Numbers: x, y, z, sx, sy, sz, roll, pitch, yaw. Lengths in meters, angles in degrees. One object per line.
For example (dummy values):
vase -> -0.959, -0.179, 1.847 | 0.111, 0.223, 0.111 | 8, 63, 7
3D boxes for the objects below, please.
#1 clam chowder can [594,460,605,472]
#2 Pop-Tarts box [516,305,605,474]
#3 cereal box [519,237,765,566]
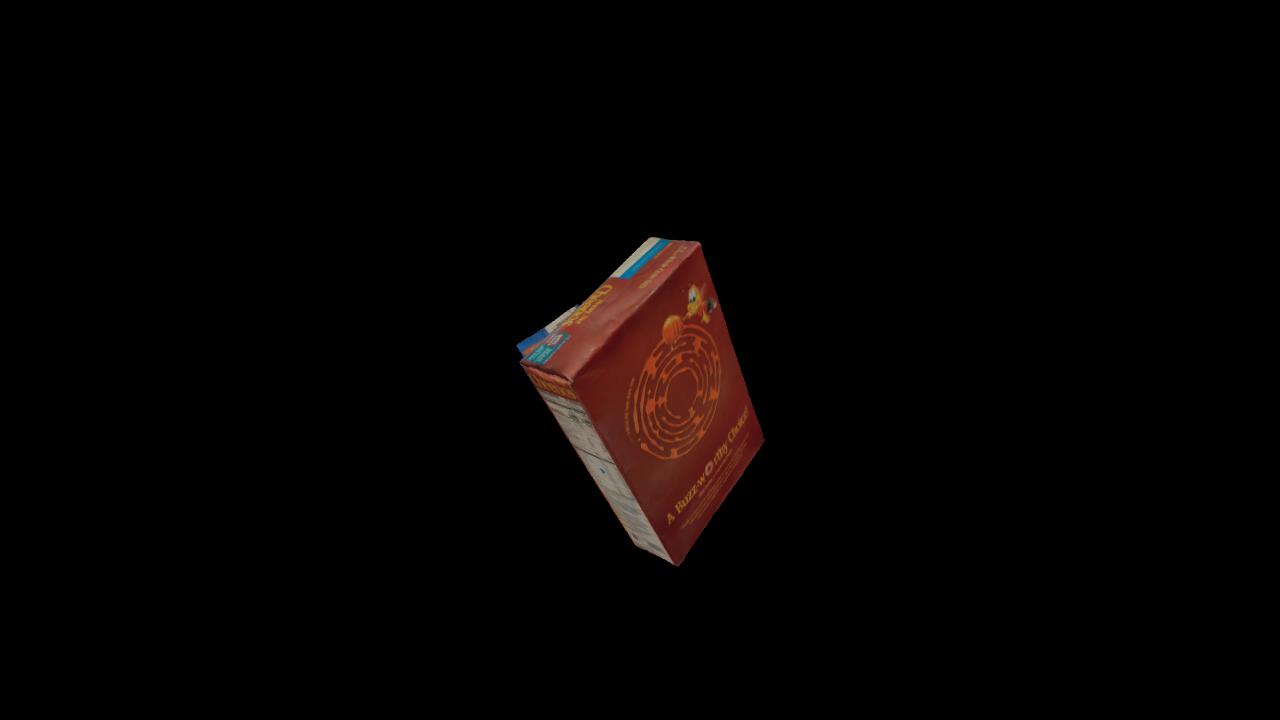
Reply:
clam chowder can -> 0.025, 0.044, 0.707 | 0.068, 0.068, 0.102 | 0, -23, -34
Pop-Tarts box -> -0.052, 0.047, 0.696 | 0.083, 0.167, 0.141 | -34, -14, -9
cereal box -> 0.025, 0.050, 0.661 | 0.081, 0.306, 0.203 | 14, 52, 41
